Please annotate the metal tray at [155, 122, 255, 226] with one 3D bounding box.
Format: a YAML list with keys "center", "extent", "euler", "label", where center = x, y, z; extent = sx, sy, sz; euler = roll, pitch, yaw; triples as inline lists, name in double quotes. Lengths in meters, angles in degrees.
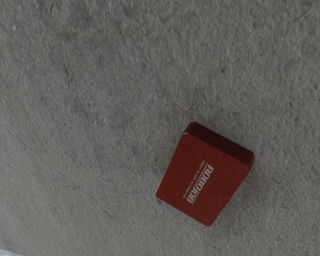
- center: [0.055, 0.065, 0.415]
  extent: [0.090, 0.030, 0.129]
  euler: [29, 128, 10]
  label: "metal tray"
